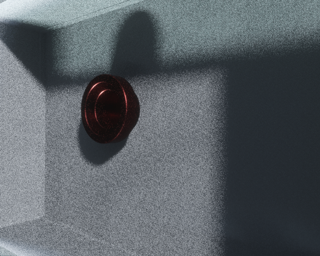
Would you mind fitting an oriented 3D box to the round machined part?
[{"bbox_3d":[-0.068,-0.027,0.449,0.098,0.042,0.097,0,90,39],"label":"round machined part"}]
